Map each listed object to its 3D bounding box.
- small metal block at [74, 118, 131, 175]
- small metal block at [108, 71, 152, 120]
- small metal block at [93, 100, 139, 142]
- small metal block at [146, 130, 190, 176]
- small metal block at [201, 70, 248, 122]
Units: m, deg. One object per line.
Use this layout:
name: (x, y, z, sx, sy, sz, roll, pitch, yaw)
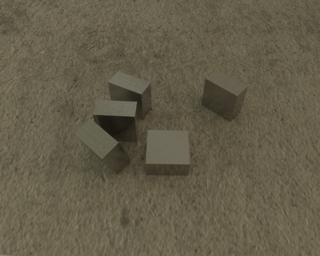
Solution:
small metal block: (-0.066, 0.023, 0.364, 0.050, 0.050, 0.025, 37, 75, 26)
small metal block: (-0.040, -0.044, 0.423, 0.050, 0.050, 0.025, 22, 53, 17)
small metal block: (-0.054, -0.008, 0.393, 0.050, 0.050, 0.025, 3, 50, 2)
small metal block: (0.009, 0.030, 0.378, 0.050, 0.025, 0.050, 1, 50, 0)
small metal block: (0.087, -0.044, 0.425, 0.050, 0.050, 0.025, 34, 58, 25)
